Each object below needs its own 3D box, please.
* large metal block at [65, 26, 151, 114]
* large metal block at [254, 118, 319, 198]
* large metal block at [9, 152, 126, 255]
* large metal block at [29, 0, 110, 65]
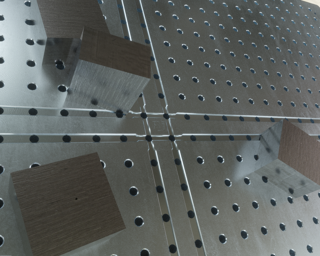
[{"bbox_3d":[-0.064,-0.066,0.378,0.081,0.080,0.050,12,57,-22],"label":"large metal block"},{"bbox_3d":[0.197,0.046,0.469,0.080,0.050,0.080,32,52,-8],"label":"large metal block"},{"bbox_3d":[-0.090,0.077,0.296,0.081,0.050,0.080,-12,68,-33],"label":"large metal block"},{"bbox_3d":[-0.119,-0.132,0.408,0.081,0.050,0.080,-8,66,-32],"label":"large metal block"}]
